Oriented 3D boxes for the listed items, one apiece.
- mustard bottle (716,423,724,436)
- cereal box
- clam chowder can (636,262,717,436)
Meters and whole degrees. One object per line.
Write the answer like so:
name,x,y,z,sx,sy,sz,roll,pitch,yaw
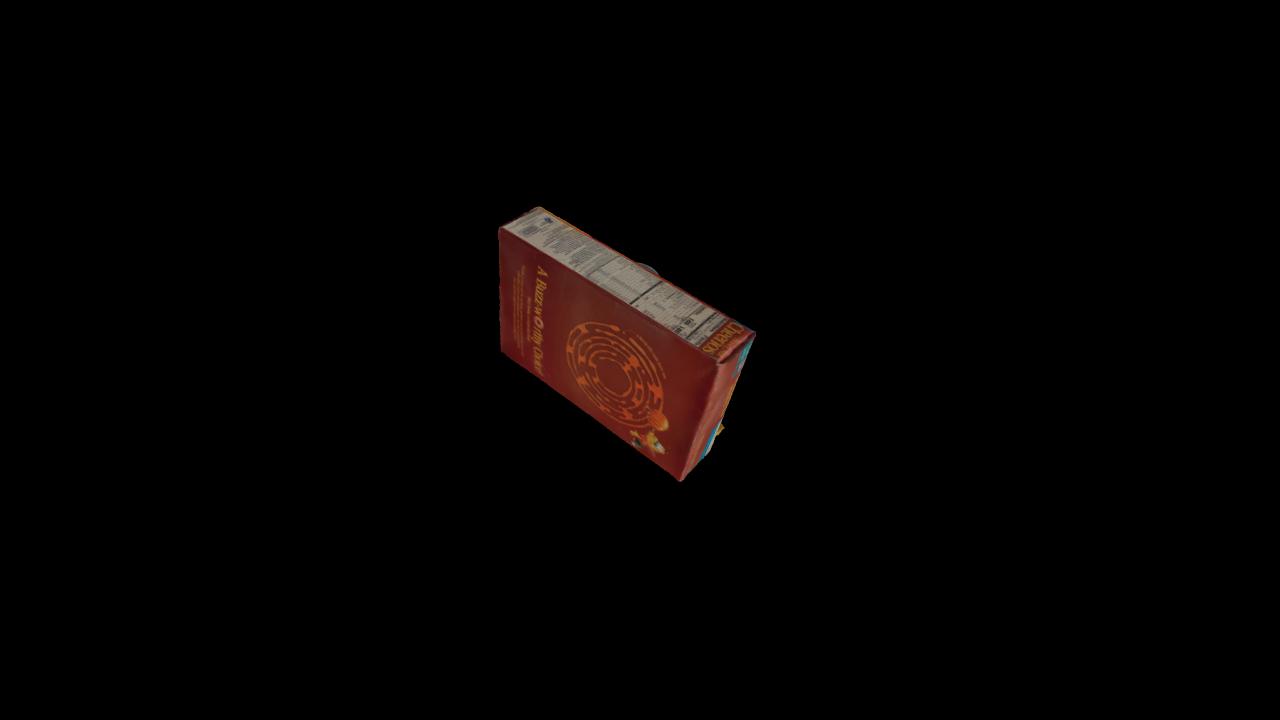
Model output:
mustard bottle,0.035,0.022,0.752,0.092,0.184,0.054,-28,-20,-45
cereal box,-0.033,-0.019,0.718,0.306,0.203,0.081,32,49,20
clam chowder can,-0.010,-0.054,0.719,0.068,0.068,0.102,0,-41,-1
